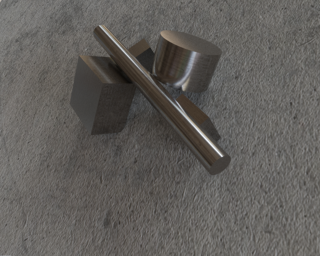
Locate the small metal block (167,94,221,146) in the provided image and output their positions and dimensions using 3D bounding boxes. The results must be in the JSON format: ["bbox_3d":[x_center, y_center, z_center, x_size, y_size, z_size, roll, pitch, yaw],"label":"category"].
[{"bbox_3d":[0.041,-0.006,0.367,0.025,0.050,0.050,-42,51,0],"label":"small metal block"}]

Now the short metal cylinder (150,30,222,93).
[{"bbox_3d":[0.032,-0.086,0.397,0.080,0.081,0.050,45,129,39],"label":"short metal cylinder"}]

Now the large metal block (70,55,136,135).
[{"bbox_3d":[-0.083,-0.047,0.437,0.080,0.050,0.079,47,129,38],"label":"large metal block"}]

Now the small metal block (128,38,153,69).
[{"bbox_3d":[-0.029,-0.096,0.462,0.050,0.050,0.025,-34,52,6],"label":"small metal block"}]

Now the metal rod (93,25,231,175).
[{"bbox_3d":[-0.017,-0.056,0.383,0.025,0.025,0.300,-40,51,1],"label":"metal rod"}]
